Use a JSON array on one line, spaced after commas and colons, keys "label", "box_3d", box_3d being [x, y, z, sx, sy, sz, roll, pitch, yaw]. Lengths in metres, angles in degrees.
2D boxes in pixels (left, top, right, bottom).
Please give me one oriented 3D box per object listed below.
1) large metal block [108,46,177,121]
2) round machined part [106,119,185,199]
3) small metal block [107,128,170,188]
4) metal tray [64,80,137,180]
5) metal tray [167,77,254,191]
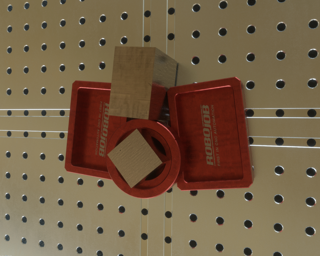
[{"label": "large metal block", "box_3d": [-0.018, -0.052, 0.386, 0.050, 0.080, 0.079, 7, 92, 20]}, {"label": "round machined part", "box_3d": [-0.015, 0.037, 0.395, 0.098, 0.042, 0.097, 0, 90, 19]}, {"label": "small metal block", "box_3d": [-0.026, 0.036, 0.373, 0.050, 0.025, 0.050, -41, 77, 15]}, {"label": "metal tray", "box_3d": [-0.082, 0.002, 0.434, 0.090, 0.030, 0.129, 7, 92, 19]}, {"label": "metal tray", "box_3d": [0.062, 0.009, 0.384, 0.090, 0.030, 0.129, -7, 88, 19]}]
